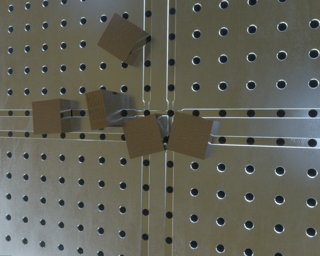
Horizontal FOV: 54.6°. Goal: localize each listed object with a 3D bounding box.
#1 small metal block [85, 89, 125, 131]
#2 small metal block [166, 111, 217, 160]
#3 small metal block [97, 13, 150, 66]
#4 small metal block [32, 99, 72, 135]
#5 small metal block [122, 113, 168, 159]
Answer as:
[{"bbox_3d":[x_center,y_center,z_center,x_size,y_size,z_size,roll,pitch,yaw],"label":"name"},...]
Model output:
[{"bbox_3d":[-0.074,-0.024,0.426,0.025,0.050,0.050,-12,86,20],"label":"small metal block"},{"bbox_3d":[0.041,0.009,0.398,0.050,0.025,0.050,15,95,19],"label":"small metal block"},{"bbox_3d":[-0.051,-0.123,0.431,0.050,0.025,0.050,36,101,16],"label":"small metal block"},{"bbox_3d":[-0.164,-0.016,0.471,0.050,0.025,0.050,-4,89,20],"label":"small metal block"},{"bbox_3d":[-0.019,0.011,0.420,0.050,0.025,0.050,-16,85,19],"label":"small metal block"}]
